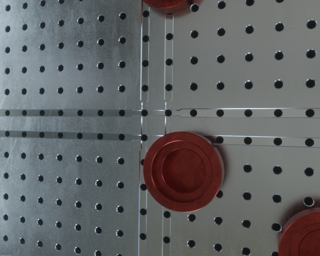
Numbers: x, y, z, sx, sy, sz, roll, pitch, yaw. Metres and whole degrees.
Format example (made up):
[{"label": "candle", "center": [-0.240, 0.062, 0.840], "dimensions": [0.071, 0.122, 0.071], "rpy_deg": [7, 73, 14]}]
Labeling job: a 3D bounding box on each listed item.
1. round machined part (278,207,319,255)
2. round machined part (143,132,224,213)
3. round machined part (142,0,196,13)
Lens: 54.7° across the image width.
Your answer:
[{"label": "round machined part", "center": [0.182, 0.136, 0.340], "dimensions": [0.098, 0.042, 0.097], "rpy_deg": [0, 90, 19]}, {"label": "round machined part", "center": [0.032, 0.053, 0.392], "dimensions": [0.098, 0.042, 0.097], "rpy_deg": [0, 90, 19]}, {"label": "round machined part", "center": [0.009, -0.204, 0.400], "dimensions": [0.098, 0.042, 0.097], "rpy_deg": [0, 90, 19]}]
